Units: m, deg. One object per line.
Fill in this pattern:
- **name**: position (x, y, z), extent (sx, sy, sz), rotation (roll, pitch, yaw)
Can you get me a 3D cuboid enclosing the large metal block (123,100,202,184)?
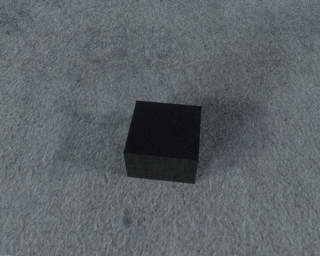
- **large metal block**: position (0.006, 0.016, 0.374), extent (0.080, 0.050, 0.080), rotation (5, 50, 4)
